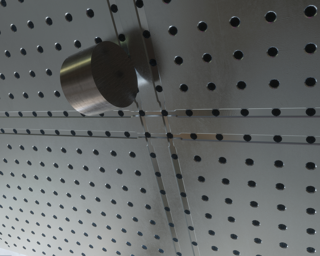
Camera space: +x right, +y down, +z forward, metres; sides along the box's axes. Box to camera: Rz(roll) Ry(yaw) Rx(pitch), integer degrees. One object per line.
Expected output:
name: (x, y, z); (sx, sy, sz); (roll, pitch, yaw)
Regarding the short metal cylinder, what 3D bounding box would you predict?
short metal cylinder: (-0.072, -0.059, 0.376); (0.050, 0.080, 0.080); (-12, 113, 33)
